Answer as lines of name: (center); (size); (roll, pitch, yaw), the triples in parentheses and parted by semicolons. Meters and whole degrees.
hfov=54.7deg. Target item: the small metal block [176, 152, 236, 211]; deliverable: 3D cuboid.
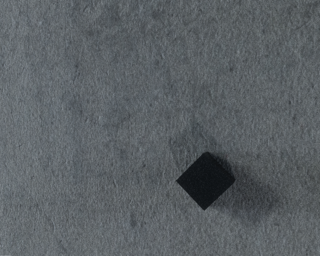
small metal block: (0.058, 0.066, 0.388); (0.050, 0.025, 0.050); (46, 104, 14)
